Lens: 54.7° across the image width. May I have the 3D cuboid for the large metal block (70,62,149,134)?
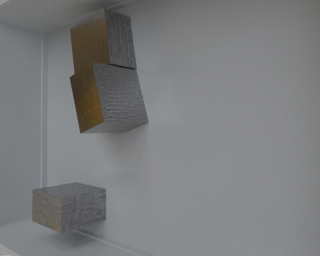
[{"bbox_3d":[-0.069,-0.038,0.428,0.050,0.081,0.080,-22,76,38],"label":"large metal block"}]

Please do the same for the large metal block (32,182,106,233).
[{"bbox_3d":[-0.143,0.121,0.489,0.080,0.081,0.050,1,91,40],"label":"large metal block"}]

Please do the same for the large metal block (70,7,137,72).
[{"bbox_3d":[-0.085,-0.119,0.461,0.080,0.050,0.080,-12,82,39],"label":"large metal block"}]
